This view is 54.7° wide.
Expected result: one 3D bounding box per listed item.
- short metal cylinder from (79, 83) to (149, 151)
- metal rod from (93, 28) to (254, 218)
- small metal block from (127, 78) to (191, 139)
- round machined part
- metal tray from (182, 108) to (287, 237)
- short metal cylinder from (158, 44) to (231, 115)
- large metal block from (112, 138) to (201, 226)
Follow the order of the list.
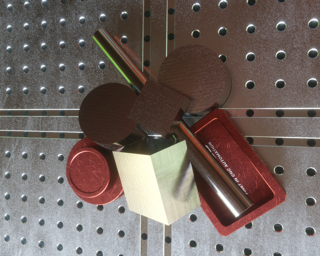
[{"bbox_3d":[-0.057,-0.012,0.404,0.080,0.050,0.080,-3,73,10],"label":"short metal cylinder"},{"bbox_3d":[0.003,-0.022,0.381,0.025,0.025,0.300,-45,67,14],"label":"metal rod"},{"bbox_3d":[-0.001,-0.021,0.353,0.050,0.025,0.050,28,91,18],"label":"small metal block"},{"bbox_3d":[-0.090,0.059,0.430,0.098,0.042,0.097,0,90,19],"label":"round machined part"},{"bbox_3d":[0.077,0.052,0.379,0.090,0.030,0.130,-38,78,16],"label":"metal tray"},{"bbox_3d":[0.044,-0.057,0.380,0.080,0.050,0.079,0,90,20],"label":"short metal cylinder"},{"bbox_3d":[-0.005,0.059,0.369,0.080,0.050,0.080,-1,107,53],"label":"large metal block"}]
